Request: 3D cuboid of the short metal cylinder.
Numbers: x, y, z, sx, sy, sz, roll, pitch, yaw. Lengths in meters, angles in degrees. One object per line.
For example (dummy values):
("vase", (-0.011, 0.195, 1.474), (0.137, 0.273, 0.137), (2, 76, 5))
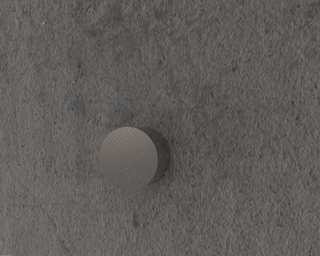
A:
("short metal cylinder", (-0.032, 0.038, 0.407), (0.080, 0.050, 0.080), (0, 90, 20))
